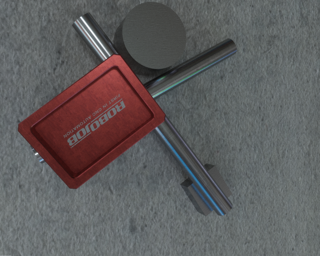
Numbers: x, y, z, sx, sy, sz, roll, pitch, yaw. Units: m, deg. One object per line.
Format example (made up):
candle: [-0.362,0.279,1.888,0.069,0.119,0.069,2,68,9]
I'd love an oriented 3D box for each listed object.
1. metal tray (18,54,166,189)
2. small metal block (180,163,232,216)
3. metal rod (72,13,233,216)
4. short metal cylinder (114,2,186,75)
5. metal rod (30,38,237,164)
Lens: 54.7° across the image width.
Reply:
metal tray: [-0.071,-0.008,0.341,0.130,0.030,0.090,-38,102,-4]
small metal block: [0.065,0.086,0.435,0.050,0.025,0.050,-35,102,-17]
metal rod: [-0.001,-0.007,0.385,0.025,0.025,0.300,-41,103,-16]
short metal cylinder: [-0.014,-0.110,0.392,0.081,0.050,0.079,0,90,-21]
metal rod: [-0.020,-0.044,0.404,0.302,0.025,0.025,-31,101,-18]
